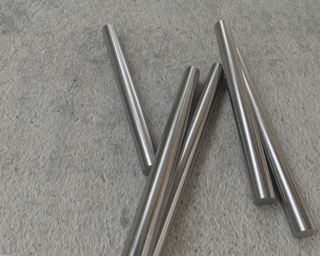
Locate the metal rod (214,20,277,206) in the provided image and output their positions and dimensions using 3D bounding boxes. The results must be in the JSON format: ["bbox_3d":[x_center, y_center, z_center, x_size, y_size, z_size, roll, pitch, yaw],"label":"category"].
[{"bbox_3d":[0.108,-0.043,0.422,0.025,0.025,0.299,-2,56,-2],"label":"metal rod"}]

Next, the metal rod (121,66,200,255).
[{"bbox_3d":[0.014,0.016,0.368,0.025,0.025,0.301,11,44,9],"label":"metal rod"}]

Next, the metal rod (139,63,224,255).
[{"bbox_3d":[0.039,0.017,0.389,0.025,0.025,0.301,16,52,12],"label":"metal rod"}]

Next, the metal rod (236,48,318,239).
[{"bbox_3d":[0.133,-0.007,0.410,0.025,0.025,0.300,-4,50,-4],"label":"metal rod"}]

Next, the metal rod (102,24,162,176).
[{"bbox_3d":[-0.049,-0.061,0.453,0.025,0.025,0.300,-12,51,-10],"label":"metal rod"}]
